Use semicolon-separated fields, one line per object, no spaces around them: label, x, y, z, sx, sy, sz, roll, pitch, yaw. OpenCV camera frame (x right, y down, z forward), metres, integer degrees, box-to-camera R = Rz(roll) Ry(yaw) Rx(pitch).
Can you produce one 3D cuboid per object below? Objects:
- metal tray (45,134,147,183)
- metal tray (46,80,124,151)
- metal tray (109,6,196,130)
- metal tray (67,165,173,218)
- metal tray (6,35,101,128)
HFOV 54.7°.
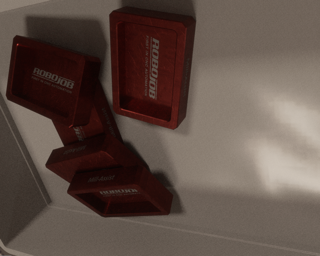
metal tray;-0.097;0.058;0.469;0.130;0.030;0.090;-15;134;34
metal tray;-0.111;-0.004;0.459;0.090;0.030;0.129;-4;117;29
metal tray;-0.011;-0.069;0.367;0.090;0.030;0.129;16;125;18
metal tray;-0.058;0.097;0.454;0.130;0.030;0.090;-12;136;31
metal tray;-0.144;-0.063;0.407;0.130;0.030;0.089;21;105;26
